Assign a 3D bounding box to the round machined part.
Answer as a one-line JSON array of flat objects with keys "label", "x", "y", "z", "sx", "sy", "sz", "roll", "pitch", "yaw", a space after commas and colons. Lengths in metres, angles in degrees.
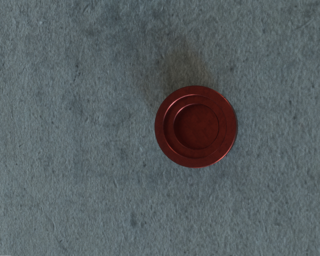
[{"label": "round machined part", "x": 0.047, "y": -0.002, "z": 0.383, "sx": 0.098, "sy": 0.042, "sz": 0.097, "roll": 0, "pitch": 90, "yaw": 19}]
